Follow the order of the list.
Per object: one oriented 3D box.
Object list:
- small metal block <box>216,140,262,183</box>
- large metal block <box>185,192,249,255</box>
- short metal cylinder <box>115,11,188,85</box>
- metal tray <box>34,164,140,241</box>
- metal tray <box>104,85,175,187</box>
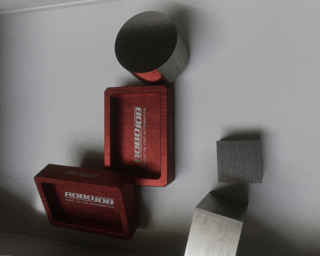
[{"bbox_3d":[0.097,0.040,0.376,0.050,0.025,0.050,-2,89,19],"label":"small metal block"},{"bbox_3d":[0.066,0.127,0.358,0.050,0.080,0.079,13,95,19],"label":"large metal block"},{"bbox_3d":[-0.010,-0.098,0.392,0.080,0.050,0.080,-4,77,19],"label":"short metal cylinder"},{"bbox_3d":[-0.098,0.099,0.420,0.130,0.030,0.089,4,119,19],"label":"metal tray"},{"bbox_3d":[-0.028,0.010,0.416,0.090,0.030,0.129,0,90,19],"label":"metal tray"}]
